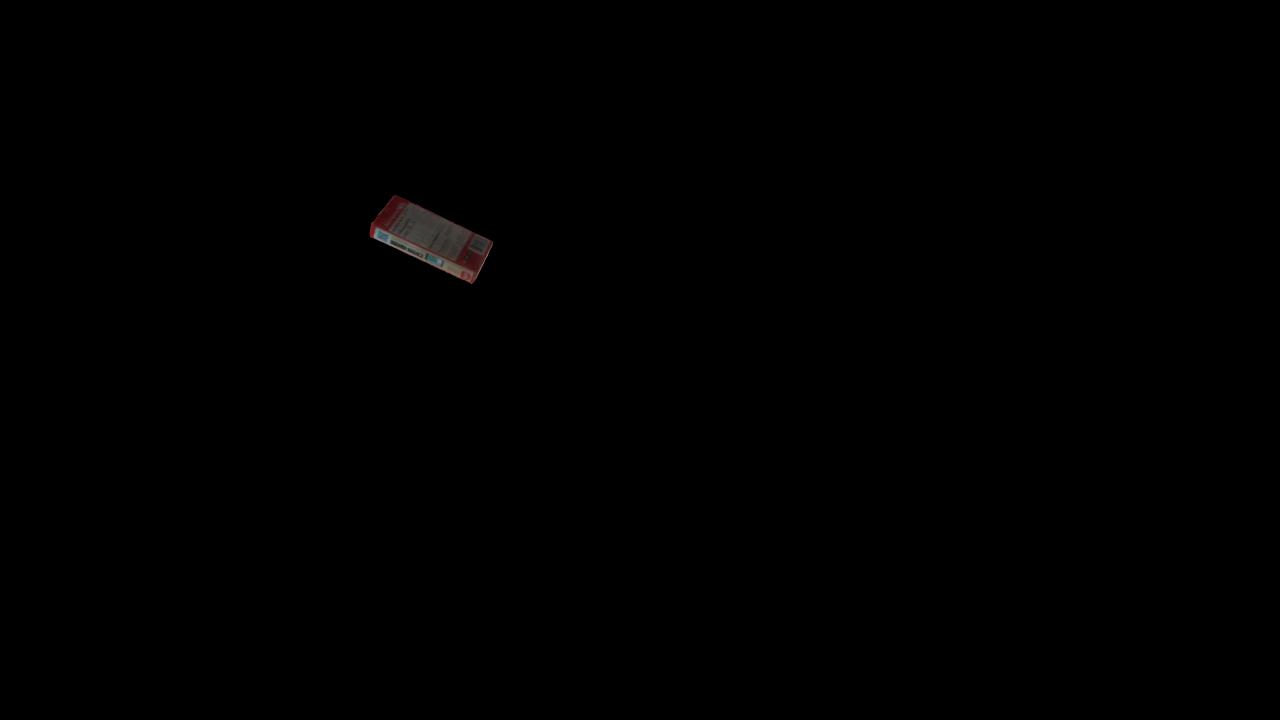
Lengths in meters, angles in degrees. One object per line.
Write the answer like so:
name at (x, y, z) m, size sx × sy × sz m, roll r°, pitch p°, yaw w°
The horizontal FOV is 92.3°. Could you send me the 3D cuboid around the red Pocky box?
red Pocky box at (-0.299, -0.175, 0.892) m, size 0.155 × 0.083 × 0.028 m, roll 25°, pitch -46°, yaw -14°
